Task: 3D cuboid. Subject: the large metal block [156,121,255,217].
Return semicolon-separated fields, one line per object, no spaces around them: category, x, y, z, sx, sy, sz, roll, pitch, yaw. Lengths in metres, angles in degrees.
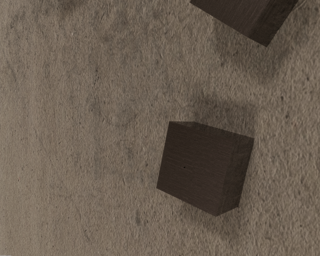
large metal block;0.049;0.040;0.347;0.080;0.050;0.079;18;101;38

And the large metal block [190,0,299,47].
large metal block;0.091;-0.141;0.313;0.080;0.050;0.080;45;117;30
